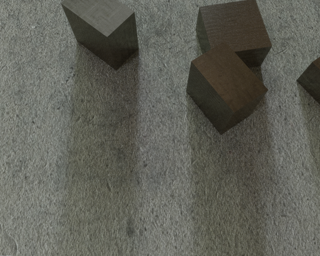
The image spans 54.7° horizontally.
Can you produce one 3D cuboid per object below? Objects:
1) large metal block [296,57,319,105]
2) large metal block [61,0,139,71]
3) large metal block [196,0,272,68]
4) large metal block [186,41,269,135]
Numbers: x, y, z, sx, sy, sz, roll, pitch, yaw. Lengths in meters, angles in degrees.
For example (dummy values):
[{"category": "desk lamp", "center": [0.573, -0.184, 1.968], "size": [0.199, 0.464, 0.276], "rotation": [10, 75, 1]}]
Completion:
[{"category": "large metal block", "center": [0.253, -0.068, 0.421], "size": [0.080, 0.050, 0.080], "rotation": [-34, 74, -12]}, {"category": "large metal block", "center": [-0.079, -0.139, 0.429], "size": [0.080, 0.080, 0.050], "rotation": [38, 75, 12]}, {"category": "large metal block", "center": [0.101, -0.130, 0.443], "size": [0.081, 0.050, 0.080], "rotation": [-10, 70, -4]}, {"category": "large metal block", "center": [0.080, -0.048, 0.397], "size": [0.050, 0.080, 0.080], "rotation": [-33, 74, -11]}]
